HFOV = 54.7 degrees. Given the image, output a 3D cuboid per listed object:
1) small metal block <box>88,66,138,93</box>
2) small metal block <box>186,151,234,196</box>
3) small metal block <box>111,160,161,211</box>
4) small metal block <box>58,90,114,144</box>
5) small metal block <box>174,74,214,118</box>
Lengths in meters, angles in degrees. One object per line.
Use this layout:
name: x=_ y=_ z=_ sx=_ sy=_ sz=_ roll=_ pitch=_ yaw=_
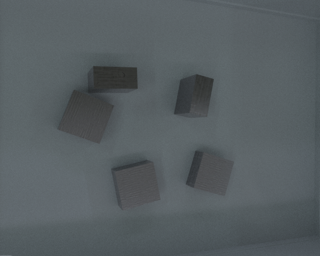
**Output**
small metal block: x=-0.059 y=-0.057 z=0.375 sx=0.050 sy=0.050 sz=0.025 roll=-2 pitch=91 yaw=-20
small metal block: x=0.070 y=0.064 z=0.436 sx=0.050 sy=0.025 sz=0.050 roll=19 pitch=84 yaw=-19
small metal block: x=-0.031 y=0.072 z=0.399 sx=0.050 sy=0.025 sz=0.050 roll=-12 pitch=94 yaw=-20
small metal block: x=-0.090 y=-0.013 z=0.377 sx=0.050 sy=0.025 sz=0.050 roll=22 pitch=83 yaw=-19
small metal block: x=0.044 y=-0.041 z=0.413 sx=0.025 sy=0.050 sz=0.050 roll=12 pitch=86 yaw=-20
